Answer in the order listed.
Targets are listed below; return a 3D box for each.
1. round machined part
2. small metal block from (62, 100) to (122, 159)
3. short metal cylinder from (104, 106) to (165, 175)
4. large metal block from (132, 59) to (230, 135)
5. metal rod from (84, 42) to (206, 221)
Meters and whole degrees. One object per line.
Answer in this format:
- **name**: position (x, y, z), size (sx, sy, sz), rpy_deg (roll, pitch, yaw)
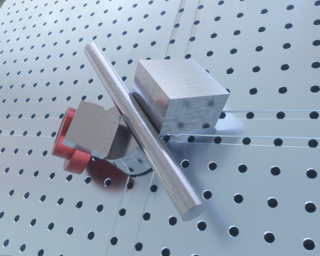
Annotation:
- **round machined part**: position (-0.113, 0.010, 0.413), size (0.097, 0.042, 0.098), rpy_deg (-52, 27, 40)
- **small metal block**: position (-0.079, 0.003, 0.360), size (0.025, 0.050, 0.050), rpy_deg (-34, 35, 61)
- **short metal cylinder**: position (-0.040, 0.014, 0.399), size (0.080, 0.050, 0.080), rpy_deg (-13, 56, 21)
- **large metal block**: position (0.021, -0.041, 0.373), size (0.081, 0.050, 0.080), rpy_deg (-8, 44, -30)
- **metal rod**: position (-0.035, -0.021, 0.370), size (0.025, 0.025, 0.300), rpy_deg (-37, 51, 3)
